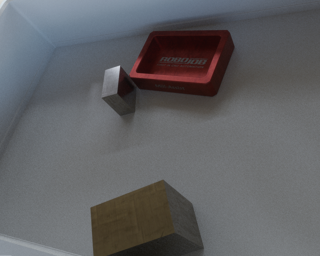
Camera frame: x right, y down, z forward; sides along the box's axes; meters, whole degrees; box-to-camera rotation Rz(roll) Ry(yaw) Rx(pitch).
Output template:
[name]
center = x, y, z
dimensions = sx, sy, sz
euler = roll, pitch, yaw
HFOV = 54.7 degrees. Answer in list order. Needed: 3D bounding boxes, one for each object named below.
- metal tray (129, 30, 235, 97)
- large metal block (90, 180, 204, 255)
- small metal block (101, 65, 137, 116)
[metal tray]
center = 0.030, -0.096, 0.444
dimensions = 0.130, 0.030, 0.090
euler = 10, 67, 32
[large metal block]
center = -0.011, 0.102, 0.313
dimensions = 0.080, 0.080, 0.050
euler = -23, 53, 14
[small metal block]
center = -0.058, -0.053, 0.451
dimensions = 0.025, 0.050, 0.050
euler = -13, 57, 21
